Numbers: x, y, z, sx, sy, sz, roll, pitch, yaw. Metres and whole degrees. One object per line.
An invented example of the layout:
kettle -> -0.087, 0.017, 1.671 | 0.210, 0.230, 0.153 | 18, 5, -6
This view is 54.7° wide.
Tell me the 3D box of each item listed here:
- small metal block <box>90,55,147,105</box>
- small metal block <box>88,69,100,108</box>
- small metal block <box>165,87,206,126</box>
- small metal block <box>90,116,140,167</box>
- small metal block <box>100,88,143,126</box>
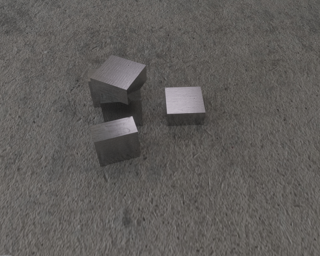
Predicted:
small metal block -> -0.051, -0.062, 0.390 | 0.050, 0.025, 0.050 | 20, 53, 16
small metal block -> -0.070, -0.056, 0.434 | 0.050, 0.050, 0.025 | -4, 50, -4
small metal block -> 0.033, -0.030, 0.429 | 0.050, 0.025, 0.050 | -2, 50, -2
small metal block -> -0.053, 0.017, 0.372 | 0.050, 0.050, 0.025 | -14, 52, -12
small metal block -> -0.050, -0.026, 0.408 | 0.050, 0.050, 0.025 | -5, 50, -5
